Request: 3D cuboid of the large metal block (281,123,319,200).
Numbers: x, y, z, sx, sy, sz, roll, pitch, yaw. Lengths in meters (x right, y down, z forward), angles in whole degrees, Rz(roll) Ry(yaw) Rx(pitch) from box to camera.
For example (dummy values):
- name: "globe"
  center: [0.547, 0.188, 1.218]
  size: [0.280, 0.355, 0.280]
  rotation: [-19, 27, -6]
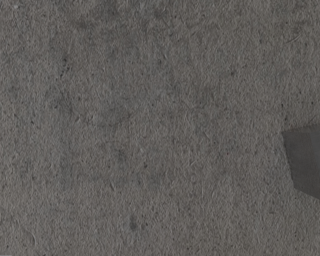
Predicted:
- name: "large metal block"
  center: [0.199, 0.038, 0.384]
  size: [0.050, 0.080, 0.080]
  rotation: [-13, 90, 0]
